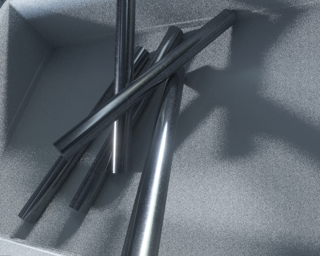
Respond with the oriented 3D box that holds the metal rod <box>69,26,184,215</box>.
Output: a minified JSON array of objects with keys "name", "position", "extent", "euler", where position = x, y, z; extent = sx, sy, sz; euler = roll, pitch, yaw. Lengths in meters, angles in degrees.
[{"name":"metal rod","position":[-0.040,-0.023,0.438],"extent":[0.025,0.025,0.300],"euler":[15,69,34]}]

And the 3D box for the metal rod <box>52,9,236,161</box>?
[{"name":"metal rod","position":[-0.005,-0.067,0.395],"extent":[0.301,0.025,0.025],"euler":[-42,50,-21]}]

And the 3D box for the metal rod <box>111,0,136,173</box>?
[{"name":"metal rod","position":[-0.046,-0.092,0.405],"extent":[0.025,0.025,0.298],"euler":[0,87,28]}]

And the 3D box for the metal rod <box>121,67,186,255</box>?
[{"name":"metal rod","position":[0.004,0.007,0.324],"extent":[0.025,0.025,0.301],"euler":[-15,32,19]}]

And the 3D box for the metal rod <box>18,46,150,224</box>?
[{"name":"metal rod","position":[-0.104,0.001,0.457],"extent":[0.025,0.025,0.300],"euler":[22,73,36]}]
